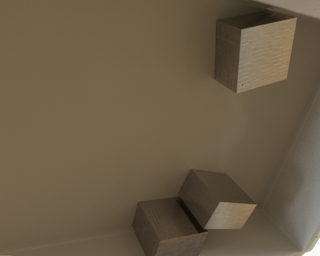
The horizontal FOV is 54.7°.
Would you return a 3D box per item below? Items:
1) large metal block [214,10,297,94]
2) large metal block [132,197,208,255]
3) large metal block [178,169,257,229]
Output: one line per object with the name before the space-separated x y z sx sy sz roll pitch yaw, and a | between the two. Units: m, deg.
large metal block | 0.119 -0.099 0.396 0.081 0.050 0.079 -17 126 -19
large metal block | 0.013 0.154 0.475 0.081 0.080 0.050 0 118 -29
large metal block | 0.089 0.112 0.491 0.081 0.080 0.050 13 112 -34
